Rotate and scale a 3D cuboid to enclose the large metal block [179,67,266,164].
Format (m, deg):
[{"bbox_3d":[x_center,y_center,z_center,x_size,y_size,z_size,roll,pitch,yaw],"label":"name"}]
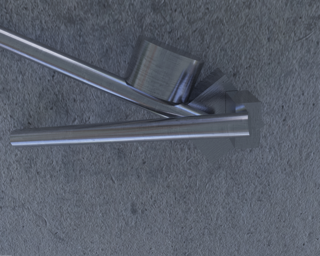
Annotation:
[{"bbox_3d":[0.070,-0.016,0.391,0.080,0.050,0.080,-39,105,14],"label":"large metal block"}]

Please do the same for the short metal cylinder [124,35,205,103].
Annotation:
[{"bbox_3d":[0.005,-0.068,0.358,0.080,0.080,0.050,20,109,-8],"label":"short metal cylinder"}]

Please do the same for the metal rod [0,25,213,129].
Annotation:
[{"bbox_3d":[-0.076,-0.059,0.358,0.301,0.025,0.025,23,109,3],"label":"metal rod"}]

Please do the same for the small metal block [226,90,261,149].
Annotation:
[{"bbox_3d":[0.090,-0.011,0.339,0.025,0.050,0.050,-4,110,2],"label":"small metal block"}]

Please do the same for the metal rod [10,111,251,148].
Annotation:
[{"bbox_3d":[-0.052,0.005,0.355,0.301,0.025,0.025,-4,112,23],"label":"metal rod"}]
